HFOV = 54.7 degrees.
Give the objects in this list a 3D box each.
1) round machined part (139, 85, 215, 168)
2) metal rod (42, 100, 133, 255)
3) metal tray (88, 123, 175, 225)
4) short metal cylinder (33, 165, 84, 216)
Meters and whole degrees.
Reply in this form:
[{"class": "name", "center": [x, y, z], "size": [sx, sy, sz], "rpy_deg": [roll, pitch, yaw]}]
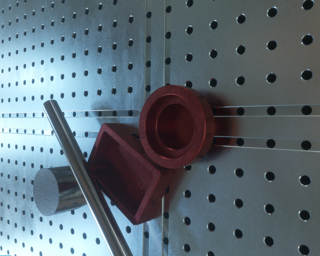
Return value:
[{"class": "round machined part", "center": [0.024, -0.002, 0.377], "size": [0.098, 0.042, 0.097], "rpy_deg": [0, 90, 39]}, {"class": "metal rod", "center": [-0.109, 0.076, 0.456], "size": [0.025, 0.025, 0.299], "rpy_deg": [-47, 63, 29]}, {"class": "metal tray", "center": [-0.049, 0.062, 0.443], "size": [0.130, 0.030, 0.089], "rpy_deg": [37, 113, 33]}, {"class": "short metal cylinder", "center": [-0.174, 0.106, 0.534], "size": [0.080, 0.050, 0.079], "rpy_deg": [0, 90, 39]}]
